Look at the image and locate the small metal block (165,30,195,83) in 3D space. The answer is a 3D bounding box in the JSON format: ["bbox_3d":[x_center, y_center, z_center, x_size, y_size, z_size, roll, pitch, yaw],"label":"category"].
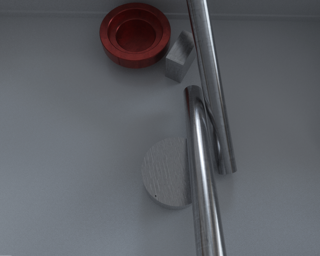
[{"bbox_3d":[0.030,-0.099,0.433,0.025,0.050,0.050,27,72,9],"label":"small metal block"}]

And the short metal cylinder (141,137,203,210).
[{"bbox_3d":[0.019,0.057,0.376,0.081,0.050,0.080,0,70,0],"label":"short metal cylinder"}]

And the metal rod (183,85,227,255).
[{"bbox_3d":[0.043,0.059,0.304,0.025,0.025,0.300,0,45,0],"label":"metal rod"}]

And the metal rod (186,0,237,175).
[{"bbox_3d":[0.056,-0.090,0.376,0.025,0.025,0.298,-12,96,-5],"label":"metal rod"}]

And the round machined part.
[{"bbox_3d":[-0.034,-0.128,0.447,0.099,0.042,0.098,0,70,-1],"label":"round machined part"}]
